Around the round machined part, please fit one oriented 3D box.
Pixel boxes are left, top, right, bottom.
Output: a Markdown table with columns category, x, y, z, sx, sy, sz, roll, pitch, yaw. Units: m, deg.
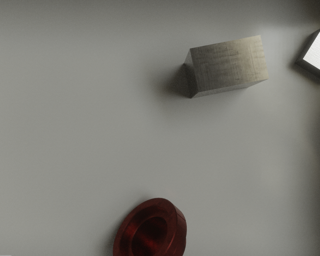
| category | x | y | z | sx | sy | sz | roll | pitch | yaw |
| --- | --- | --- | --- | --- | --- | --- | --- | --- | --- |
| round machined part | -0.007 | 0.139 | 0.382 | 0.098 | 0.098 | 0.042 | -43 | 119 | 0 |

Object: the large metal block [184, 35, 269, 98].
| category | x | y | z | sx | sy | sz | roll | pitch | yaw |
| --- | --- | --- | --- | --- | --- | --- | --- | --- | --- |
| large metal block | 0.077 | -0.072 | 0.385 | 0.080 | 0.080 | 0.050 | -11 | 90 | 0 |

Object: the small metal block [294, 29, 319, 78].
| category | x | y | z | sx | sy | sz | roll | pitch | yaw |
| --- | --- | --- | --- | --- | --- | --- | --- | --- | --- |
| small metal block | 0.220 | -0.098 | 0.414 | 0.050 | 0.025 | 0.050 | 32 | 90 | -1 |
